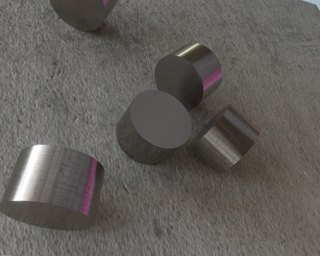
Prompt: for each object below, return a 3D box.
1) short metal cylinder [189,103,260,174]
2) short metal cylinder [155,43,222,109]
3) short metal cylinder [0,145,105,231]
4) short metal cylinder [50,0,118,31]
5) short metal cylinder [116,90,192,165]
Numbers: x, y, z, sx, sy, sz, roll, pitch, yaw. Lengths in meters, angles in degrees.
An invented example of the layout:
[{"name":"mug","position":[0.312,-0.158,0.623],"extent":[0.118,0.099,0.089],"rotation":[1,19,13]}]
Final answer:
[{"name":"short metal cylinder","position":[0.083,0.014,0.407],"extent":[0.050,0.080,0.080],"rotation":[43,51,1]},{"name":"short metal cylinder","position":[0.040,-0.073,0.436],"extent":[0.080,0.080,0.050],"rotation":[47,51,4]},{"name":"short metal cylinder","position":[-0.095,0.057,0.283],"extent":[0.081,0.080,0.050],"rotation":[18,55,-18]},{"name":"short metal cylinder","position":[-0.103,-0.183,0.426],"extent":[0.080,0.080,0.050],"rotation":[29,52,-11]},{"name":"short metal cylinder","position":[-0.008,0.000,0.385],"extent":[0.081,0.050,0.080],"rotation":[14,56,-21]}]
